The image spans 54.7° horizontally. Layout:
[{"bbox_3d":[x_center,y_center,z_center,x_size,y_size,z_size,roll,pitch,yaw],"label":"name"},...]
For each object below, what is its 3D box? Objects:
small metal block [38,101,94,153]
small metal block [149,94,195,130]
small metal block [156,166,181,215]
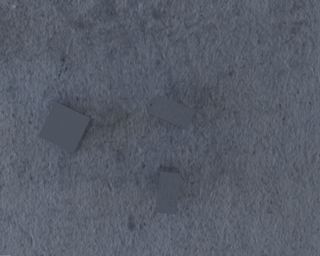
[{"bbox_3d":[-0.123,-0.001,0.408,0.050,0.025,0.050,26,90,-1],"label":"small metal block"},{"bbox_3d":[0.014,-0.020,0.398,0.050,0.050,0.025,24,90,-1],"label":"small metal block"},{"bbox_3d":[0.010,0.078,0.398,0.025,0.050,0.050,6,90,0],"label":"small metal block"}]
